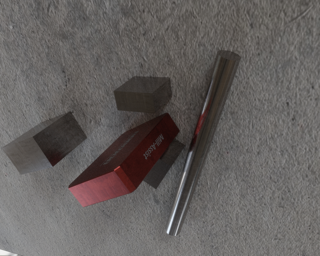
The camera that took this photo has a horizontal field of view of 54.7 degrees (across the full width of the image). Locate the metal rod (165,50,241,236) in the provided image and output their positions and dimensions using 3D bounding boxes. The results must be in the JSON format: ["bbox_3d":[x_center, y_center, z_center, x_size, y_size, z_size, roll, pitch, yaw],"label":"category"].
[{"bbox_3d":[0.046,0.043,0.407,0.025,0.025,0.298,22,127,14],"label":"metal rod"}]

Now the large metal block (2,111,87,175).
[{"bbox_3d":[-0.175,0.023,0.475,0.080,0.080,0.050,-16,110,34],"label":"large metal block"}]

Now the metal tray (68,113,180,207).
[{"bbox_3d":[-0.040,0.036,0.380,0.090,0.131,0.030,-24,105,36],"label":"metal tray"}]

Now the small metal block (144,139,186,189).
[{"bbox_3d":[0.004,0.046,0.415,0.025,0.050,0.050,34,129,6],"label":"small metal block"}]

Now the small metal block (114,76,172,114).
[{"bbox_3d":[-0.019,-0.042,0.374,0.050,0.050,0.025,6,121,24],"label":"small metal block"}]
